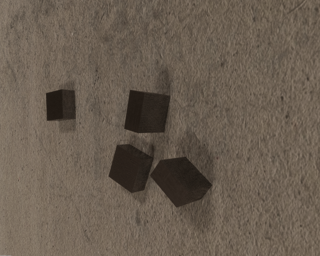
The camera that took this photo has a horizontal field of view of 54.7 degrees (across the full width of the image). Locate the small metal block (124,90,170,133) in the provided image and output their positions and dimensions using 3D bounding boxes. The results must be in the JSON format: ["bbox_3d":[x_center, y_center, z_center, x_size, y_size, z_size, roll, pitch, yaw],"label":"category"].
[{"bbox_3d":[-0.016,-0.021,0.400,0.025,0.050,0.050,16,100,38],"label":"small metal block"}]

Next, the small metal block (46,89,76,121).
[{"bbox_3d":[-0.175,-0.039,0.546,0.050,0.025,0.050,-5,87,39],"label":"small metal block"}]

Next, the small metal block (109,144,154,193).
[{"bbox_3d":[-0.041,0.056,0.437,0.050,0.025,0.050,26,106,36],"label":"small metal block"}]

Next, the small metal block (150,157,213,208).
[{"bbox_3d":[0.025,0.062,0.366,0.050,0.050,0.025,47,118,29],"label":"small metal block"}]
